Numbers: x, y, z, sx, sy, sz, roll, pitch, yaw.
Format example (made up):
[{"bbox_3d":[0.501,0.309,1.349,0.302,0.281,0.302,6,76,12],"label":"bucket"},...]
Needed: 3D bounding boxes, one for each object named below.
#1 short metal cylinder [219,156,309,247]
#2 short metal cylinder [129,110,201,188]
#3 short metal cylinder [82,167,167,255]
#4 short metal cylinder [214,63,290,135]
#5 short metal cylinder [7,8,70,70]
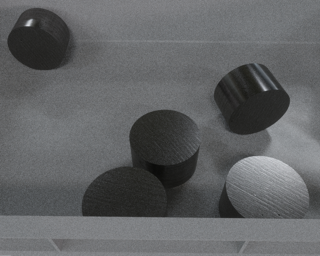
[{"bbox_3d":[0.106,0.076,0.325,0.080,0.050,0.080,0,50,0],"label":"short metal cylinder"},{"bbox_3d":[0.006,0.024,0.368,0.080,0.050,0.080,0,50,0],"label":"short metal cylinder"},{"bbox_3d":[-0.033,0.086,0.313,0.080,0.050,0.080,0,46,0],"label":"short metal cylinder"},{"bbox_3d":[0.117,-0.036,0.400,0.081,0.080,0.050,-12,51,-10],"label":"short metal cylinder"},{"bbox_3d":[-0.187,-0.137,0.483,0.080,0.080,0.050,1,50,0],"label":"short metal cylinder"}]
